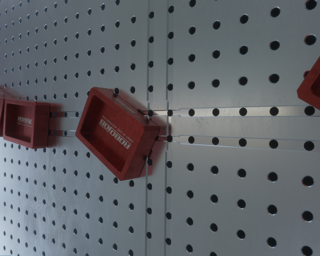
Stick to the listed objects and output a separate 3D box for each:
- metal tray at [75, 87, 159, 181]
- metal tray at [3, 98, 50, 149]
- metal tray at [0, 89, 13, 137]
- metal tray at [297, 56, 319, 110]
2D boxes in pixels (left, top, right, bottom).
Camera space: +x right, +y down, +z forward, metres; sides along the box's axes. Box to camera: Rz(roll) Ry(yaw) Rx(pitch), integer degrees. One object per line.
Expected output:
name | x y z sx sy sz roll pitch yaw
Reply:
metal tray | -0.069 0.006 0.464 0.130 0.030 0.089 37 113 34
metal tray | -0.277 -0.012 0.636 0.130 0.030 0.089 9 96 39
metal tray | -0.385 -0.043 0.727 0.130 0.030 0.089 27 107 36
metal tray | 0.189 -0.059 0.250 0.090 0.030 0.129 41 115 32
